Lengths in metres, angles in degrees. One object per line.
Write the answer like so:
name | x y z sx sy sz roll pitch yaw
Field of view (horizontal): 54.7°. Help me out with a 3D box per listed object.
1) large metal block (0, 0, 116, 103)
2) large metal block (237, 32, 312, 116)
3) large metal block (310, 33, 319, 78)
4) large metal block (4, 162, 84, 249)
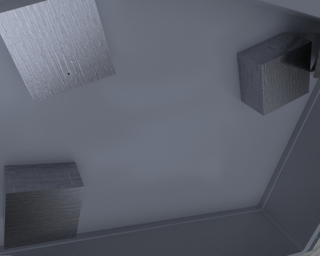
large metal block | -0.096 -0.081 0.289 0.081 0.050 0.080 -23 127 -15
large metal block | 0.159 -0.076 0.432 0.080 0.050 0.080 -26 128 -12
large metal block | 0.244 -0.093 0.401 0.080 0.080 0.050 -45 141 -62
large metal block | -0.142 0.090 0.371 0.081 0.050 0.079 0 118 -29
